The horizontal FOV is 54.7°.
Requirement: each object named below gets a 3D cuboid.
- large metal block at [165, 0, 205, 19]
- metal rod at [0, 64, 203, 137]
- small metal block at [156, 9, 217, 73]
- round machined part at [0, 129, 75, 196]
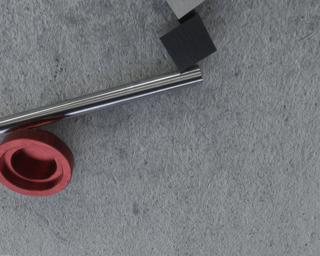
[{"bbox_3d":[0.029,-0.175,0.332,0.080,0.050,0.080,-34,107,11],"label":"large metal block"},{"bbox_3d":[-0.095,-0.030,0.397,0.301,0.025,0.025,-14,110,5],"label":"metal rod"},{"bbox_3d":[0.031,-0.103,0.366,0.050,0.025,0.050,-30,123,10],"label":"small metal block"},{"bbox_3d":[-0.162,0.041,0.406,0.099,0.042,0.097,-2,125,-2],"label":"round machined part"}]
